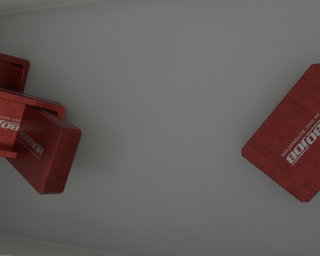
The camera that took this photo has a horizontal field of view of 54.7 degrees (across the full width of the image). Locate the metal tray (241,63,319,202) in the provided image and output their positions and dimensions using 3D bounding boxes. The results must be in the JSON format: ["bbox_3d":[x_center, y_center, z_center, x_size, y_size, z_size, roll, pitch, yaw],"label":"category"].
[{"bbox_3d":[0.168,0.006,0.349,0.090,0.030,0.130,40,102,15],"label":"metal tray"}]

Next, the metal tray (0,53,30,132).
[{"bbox_3d":[-0.254,-0.049,0.465,0.030,0.090,0.129,18,96,20],"label":"metal tray"}]

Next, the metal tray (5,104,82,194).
[{"bbox_3d":[-0.166,0.023,0.428,0.130,0.030,0.089,25,98,41],"label":"metal tray"}]

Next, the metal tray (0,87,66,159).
[{"bbox_3d":[-0.211,-0.006,0.434,0.030,0.131,0.089,31,104,57],"label":"metal tray"}]
